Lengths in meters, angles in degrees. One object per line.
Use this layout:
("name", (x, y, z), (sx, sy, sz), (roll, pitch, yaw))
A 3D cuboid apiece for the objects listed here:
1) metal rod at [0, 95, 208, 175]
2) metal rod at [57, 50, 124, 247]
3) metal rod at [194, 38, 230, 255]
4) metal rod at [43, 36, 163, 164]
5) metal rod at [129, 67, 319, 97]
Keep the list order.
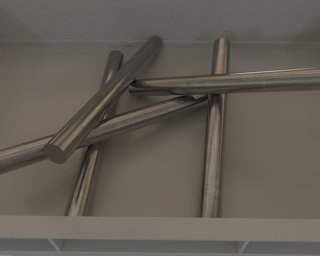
("metal rod", (-0.042, -0.007, 0.384), (0.302, 0.025, 0.025), (-19, 52, -25))
("metal rod", (-0.080, -0.001, 0.404), (0.025, 0.025, 0.300), (3, 50, 2))
("metal rod", (0.069, -0.001, 0.383), (0.025, 0.025, 0.300), (7, 57, 6))
("metal rod", (-0.054, -0.059, 0.411), (0.025, 0.025, 0.301), (14, 38, 12))
("metal rod", (0.090, -0.055, 0.376), (0.300, 0.025, 0.025), (2, 46, 31))
